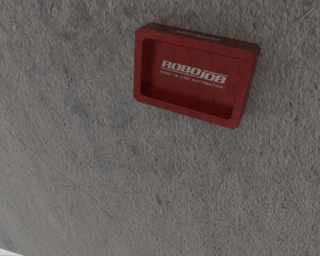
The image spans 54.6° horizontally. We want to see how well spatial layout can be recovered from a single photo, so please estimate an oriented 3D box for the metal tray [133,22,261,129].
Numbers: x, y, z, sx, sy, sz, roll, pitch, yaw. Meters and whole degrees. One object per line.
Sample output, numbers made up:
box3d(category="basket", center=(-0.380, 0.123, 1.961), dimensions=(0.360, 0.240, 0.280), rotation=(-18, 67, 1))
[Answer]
box3d(category="metal tray", center=(0.035, -0.059, 0.348), dimensions=(0.130, 0.030, 0.089), rotation=(18, 126, 18))
